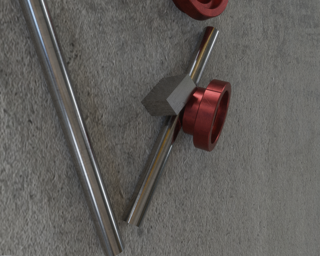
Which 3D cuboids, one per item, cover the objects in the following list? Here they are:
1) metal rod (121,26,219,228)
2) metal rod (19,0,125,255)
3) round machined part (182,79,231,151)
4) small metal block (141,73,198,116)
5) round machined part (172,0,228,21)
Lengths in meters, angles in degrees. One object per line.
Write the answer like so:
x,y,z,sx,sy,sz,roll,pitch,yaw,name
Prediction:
0.021,-0.015,0.422,0.025,0.025,0.300,36,68,-34,metal rod
-0.090,0.001,0.328,0.025,0.025,0.298,-24,106,-37,metal rod
0.063,-0.020,0.427,0.098,0.042,0.097,16,91,-70,round machined part
0.012,-0.042,0.398,0.050,0.050,0.025,-51,120,-28,small metal block
0.050,-0.200,0.435,0.099,0.042,0.097,0,90,-40,round machined part
